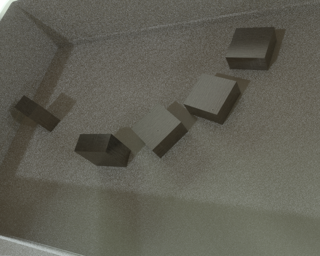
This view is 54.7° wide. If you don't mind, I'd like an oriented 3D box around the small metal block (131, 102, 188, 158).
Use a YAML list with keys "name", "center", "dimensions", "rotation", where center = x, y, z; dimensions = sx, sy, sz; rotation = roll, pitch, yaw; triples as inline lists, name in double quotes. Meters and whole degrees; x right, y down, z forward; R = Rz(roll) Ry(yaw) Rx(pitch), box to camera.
- name: "small metal block"
  center: [-0.001, 0.003, 0.405]
  dimensions: [0.050, 0.025, 0.050]
  rotation: [-44, 51, -3]

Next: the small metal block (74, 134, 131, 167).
- name: "small metal block"
  center: [-0.075, 0.030, 0.411]
  dimensions: [0.050, 0.050, 0.025]
  rotation: [-1, 61, 28]

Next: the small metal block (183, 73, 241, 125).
- name: "small metal block"
  center: [0.066, -0.038, 0.394]
  dimensions: [0.050, 0.025, 0.050]
  rotation: [22, 73, 36]

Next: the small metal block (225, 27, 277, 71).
- name: "small metal block"
  center: [0.120, -0.104, 0.407]
  dimensions: [0.050, 0.025, 0.050]
  rotation: [9, 66, 32]

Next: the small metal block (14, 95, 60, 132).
- name: "small metal block"
  center: [-0.202, -0.023, 0.511]
  dimensions: [0.050, 0.050, 0.025]
  rotation: [26, 76, 37]
